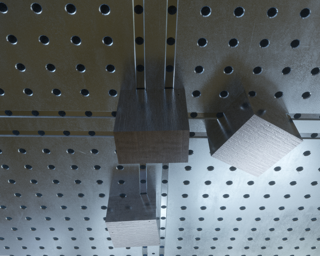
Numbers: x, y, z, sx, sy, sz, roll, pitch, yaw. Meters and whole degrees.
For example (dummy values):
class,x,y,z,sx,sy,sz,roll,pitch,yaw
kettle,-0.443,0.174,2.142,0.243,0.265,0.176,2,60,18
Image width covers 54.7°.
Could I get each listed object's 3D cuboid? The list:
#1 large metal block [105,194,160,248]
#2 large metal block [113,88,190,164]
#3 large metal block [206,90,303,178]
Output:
class,x,y,z,sx,sy,sz,roll,pitch,yaw
large metal block,-0.043,0.160,0.531,0.080,0.050,0.080,-4,130,3
large metal block,-0.009,-0.004,0.372,0.081,0.080,0.050,-1,130,0
large metal block,0.120,0.010,0.406,0.080,0.050,0.080,25,126,-20
